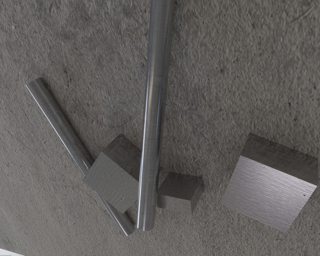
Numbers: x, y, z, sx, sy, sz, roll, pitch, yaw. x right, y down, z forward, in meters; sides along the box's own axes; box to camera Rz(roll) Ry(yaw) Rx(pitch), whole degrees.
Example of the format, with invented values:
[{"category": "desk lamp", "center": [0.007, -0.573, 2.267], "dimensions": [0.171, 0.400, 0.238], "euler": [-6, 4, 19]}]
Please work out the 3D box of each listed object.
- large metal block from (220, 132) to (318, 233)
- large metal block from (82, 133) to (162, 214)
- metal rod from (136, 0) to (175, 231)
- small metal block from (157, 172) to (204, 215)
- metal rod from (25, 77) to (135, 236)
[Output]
[{"category": "large metal block", "center": [0.126, 0.063, 0.364], "dimensions": [0.080, 0.050, 0.079], "euler": [22, 127, 14]}, {"category": "large metal block", "center": [-0.057, 0.069, 0.464], "dimensions": [0.080, 0.050, 0.080], "euler": [40, 129, 1]}, {"category": "metal rod", "center": [-0.008, -0.006, 0.370], "dimensions": [0.025, 0.025, 0.298], "euler": [13, 113, 21]}, {"category": "small metal block", "center": [0.028, 0.089, 0.431], "dimensions": [0.050, 0.050, 0.025], "euler": [6, 121, 25]}, {"category": "metal rod", "center": [-0.123, 0.056, 0.506], "dimensions": [0.025, 0.025, 0.299], "euler": [-16, 110, 34]}]
